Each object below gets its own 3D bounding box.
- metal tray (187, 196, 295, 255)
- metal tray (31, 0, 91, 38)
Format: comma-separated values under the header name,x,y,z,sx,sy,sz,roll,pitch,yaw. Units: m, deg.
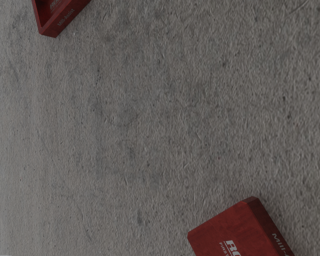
name,x,y,z,sx,sy,sz,roll,pitch,yaw
metal tray,0.095,0.150,0.323,0.090,0.030,0.130,-43,64,31
metal tray,-0.176,-0.233,0.547,0.130,0.030,0.090,-28,73,36
